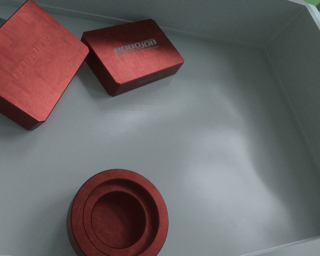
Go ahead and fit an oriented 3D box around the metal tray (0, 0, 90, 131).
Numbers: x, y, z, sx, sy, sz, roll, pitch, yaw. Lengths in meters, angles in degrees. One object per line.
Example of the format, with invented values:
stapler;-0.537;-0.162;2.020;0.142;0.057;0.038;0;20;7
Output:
metal tray;-0.147;-0.073;0.351;0.090;0.030;0.130;39;48;-26

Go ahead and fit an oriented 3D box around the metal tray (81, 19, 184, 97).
metal tray;-0.038;-0.106;0.448;0.131;0.030;0.090;-27;77;-37

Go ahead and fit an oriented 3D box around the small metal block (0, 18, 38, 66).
small metal block;-0.180;-0.099;0.370;0.050;0.025;0.050;16;55;-20

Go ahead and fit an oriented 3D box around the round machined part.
round machined part;-0.044;0.095;0.314;0.099;0.042;0.098;14;56;-21
